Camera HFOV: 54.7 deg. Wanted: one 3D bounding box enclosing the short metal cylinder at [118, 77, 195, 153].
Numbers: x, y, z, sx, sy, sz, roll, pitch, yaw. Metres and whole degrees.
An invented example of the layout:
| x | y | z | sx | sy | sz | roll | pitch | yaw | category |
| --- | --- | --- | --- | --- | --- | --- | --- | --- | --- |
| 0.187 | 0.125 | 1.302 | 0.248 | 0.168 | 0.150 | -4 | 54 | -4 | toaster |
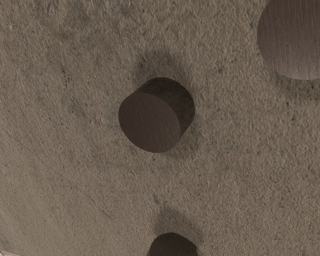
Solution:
| x | y | z | sx | sy | sz | roll | pitch | yaw | category |
| --- | --- | --- | --- | --- | --- | --- | --- | --- | --- |
| -0.003 | -0.016 | 0.381 | 0.080 | 0.050 | 0.079 | 13 | 124 | 20 | short metal cylinder |

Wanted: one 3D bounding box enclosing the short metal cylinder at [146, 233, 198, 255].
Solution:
| x | y | z | sx | sy | sz | roll | pitch | yaw | category |
| --- | --- | --- | --- | --- | --- | --- | --- | --- | --- |
| 0.016 | 0.218 | 0.496 | 0.080 | 0.080 | 0.050 | 28 | 128 | 10 | short metal cylinder |

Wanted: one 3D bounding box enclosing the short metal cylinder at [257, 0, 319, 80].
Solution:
| x | y | z | sx | sy | sz | roll | pitch | yaw | category |
| --- | --- | --- | --- | --- | --- | --- | --- | --- | --- |
| 0.130 | -0.088 | 0.268 | 0.080 | 0.050 | 0.079 | 13 | 124 | 20 | short metal cylinder |
